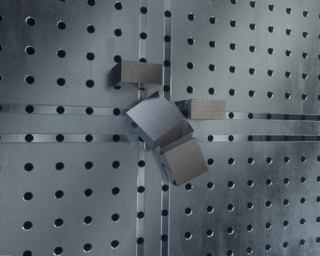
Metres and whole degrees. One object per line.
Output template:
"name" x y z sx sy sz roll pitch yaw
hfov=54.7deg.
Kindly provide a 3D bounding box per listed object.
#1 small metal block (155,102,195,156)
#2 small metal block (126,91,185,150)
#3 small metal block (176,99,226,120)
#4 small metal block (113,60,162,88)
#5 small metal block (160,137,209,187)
"small metal block" 0.008 0.001 0.405 0.050 0.025 0.050 -27 69 -18
"small metal block" -0.006 -0.010 0.381 0.050 0.025 0.050 -38 72 -22
"small metal block" 0.054 -0.024 0.421 0.050 0.050 0.025 1 90 -20
"small metal block" -0.030 -0.066 0.389 0.050 0.050 0.025 2 90 -20
"small metal block" 0.032 0.045 0.426 0.050 0.025 0.050 -24 98 -19
